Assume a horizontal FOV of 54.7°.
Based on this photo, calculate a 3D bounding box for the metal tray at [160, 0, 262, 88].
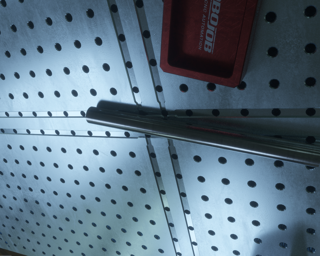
[{"bbox_3d":[0.050,-0.113,0.310,0.090,0.030,0.129,16,125,18],"label":"metal tray"}]

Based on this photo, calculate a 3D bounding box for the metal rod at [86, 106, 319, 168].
[{"bbox_3d":[0.037,0.006,0.394,0.301,0.025,0.025,10,123,22],"label":"metal rod"}]
